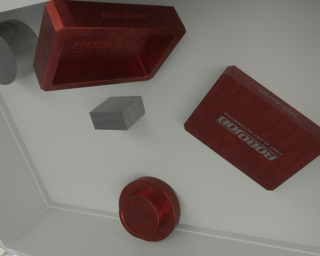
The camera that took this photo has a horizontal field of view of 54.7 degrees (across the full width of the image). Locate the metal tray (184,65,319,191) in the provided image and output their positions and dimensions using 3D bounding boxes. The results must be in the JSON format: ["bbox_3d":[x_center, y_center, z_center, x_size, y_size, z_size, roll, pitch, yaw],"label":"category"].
[{"bbox_3d":[0.104,0.003,0.352,0.130,0.030,0.089,37,129,3],"label":"metal tray"}]

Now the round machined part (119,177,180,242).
[{"bbox_3d":[-0.022,0.126,0.467,0.098,0.042,0.097,5,101,27],"label":"round machined part"}]

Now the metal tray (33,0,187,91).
[{"bbox_3d":[-0.050,-0.079,0.307,0.090,0.131,0.030,-46,63,51],"label":"metal tray"}]

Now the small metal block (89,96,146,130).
[{"bbox_3d":[-0.055,-0.020,0.407,0.050,0.050,0.025,1,119,27],"label":"small metal block"}]

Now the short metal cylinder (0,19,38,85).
[{"bbox_3d":[-0.214,-0.107,0.437,0.080,0.050,0.079,13,124,20],"label":"short metal cylinder"}]
